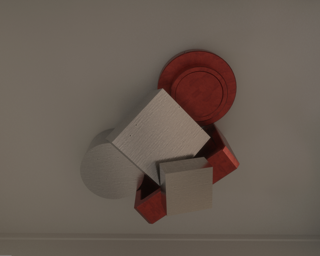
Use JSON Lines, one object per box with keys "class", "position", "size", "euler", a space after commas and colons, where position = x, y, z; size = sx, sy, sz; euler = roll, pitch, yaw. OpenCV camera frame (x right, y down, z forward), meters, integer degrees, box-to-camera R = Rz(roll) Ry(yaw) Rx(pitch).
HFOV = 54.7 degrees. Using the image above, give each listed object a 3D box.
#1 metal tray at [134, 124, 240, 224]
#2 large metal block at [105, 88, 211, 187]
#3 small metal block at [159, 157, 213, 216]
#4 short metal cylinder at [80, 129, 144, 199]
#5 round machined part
{"class": "metal tray", "position": [0.029, 0.054, 0.395], "size": [0.130, 0.090, 0.030], "euler": [-36, 106, 11]}
{"class": "large metal block", "position": [-0.003, 0.012, 0.363], "size": [0.080, 0.050, 0.080], "euler": [45, 79, -15]}
{"class": "small metal block", "position": [0.028, 0.062, 0.331], "size": [0.050, 0.025, 0.050], "euler": [-7, 110, -12]}
{"class": "short metal cylinder", "position": [-0.060, 0.047, 0.412], "size": [0.081, 0.050, 0.079], "euler": [0, 110, -1]}
{"class": "round machined part", "position": [0.046, -0.046, 0.384], "size": [0.099, 0.042, 0.097], "euler": [0, 110, -1]}
